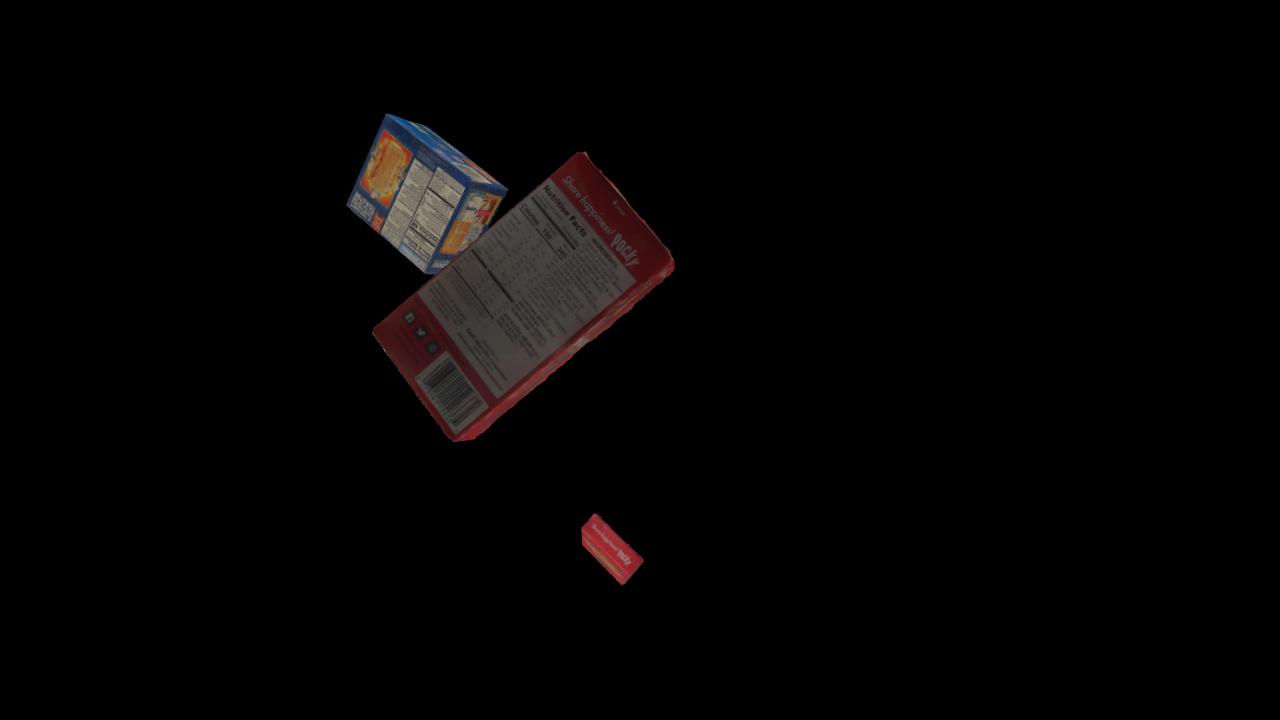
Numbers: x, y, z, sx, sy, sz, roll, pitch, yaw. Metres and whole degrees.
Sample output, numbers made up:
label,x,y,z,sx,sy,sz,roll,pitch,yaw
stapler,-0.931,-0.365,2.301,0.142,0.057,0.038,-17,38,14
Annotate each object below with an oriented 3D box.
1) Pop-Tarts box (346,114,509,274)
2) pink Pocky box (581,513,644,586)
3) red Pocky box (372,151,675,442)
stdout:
label,x,y,z,sx,sy,sz,roll,pitch,yaw
Pop-Tarts box,-0.286,-0.218,0.826,0.167,0.141,0.083,39,19,16
pink Pocky box,-0.040,0.252,0.808,0.029,0.084,0.155,-44,-13,-20
red Pocky box,-0.064,-0.033,0.340,0.155,0.083,0.028,-39,-10,3
